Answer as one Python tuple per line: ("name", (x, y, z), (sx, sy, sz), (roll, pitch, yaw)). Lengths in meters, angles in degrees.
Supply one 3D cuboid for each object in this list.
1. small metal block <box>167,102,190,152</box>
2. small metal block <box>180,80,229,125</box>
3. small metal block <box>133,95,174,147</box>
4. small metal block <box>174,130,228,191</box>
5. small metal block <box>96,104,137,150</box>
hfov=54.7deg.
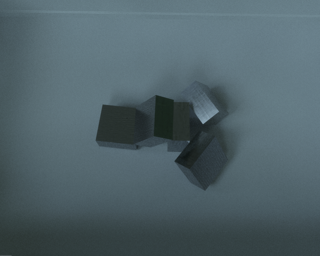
("small metal block", (0.023, 0.000, 0.395), (0.025, 0.050, 0.050), (1, 70, 0))
("small metal block", (0.059, -0.032, 0.404), (0.025, 0.050, 0.050), (-40, 73, 20))
("small metal block", (-0.008, -0.007, 0.378), (0.025, 0.050, 0.050), (13, 70, -29))
("small metal block", (0.052, 0.040, 0.378), (0.025, 0.050, 0.050), (23, 67, 45))
("small metal block", (-0.053, -0.001, 0.406), (0.050, 0.025, 0.050), (6, 70, 2))
